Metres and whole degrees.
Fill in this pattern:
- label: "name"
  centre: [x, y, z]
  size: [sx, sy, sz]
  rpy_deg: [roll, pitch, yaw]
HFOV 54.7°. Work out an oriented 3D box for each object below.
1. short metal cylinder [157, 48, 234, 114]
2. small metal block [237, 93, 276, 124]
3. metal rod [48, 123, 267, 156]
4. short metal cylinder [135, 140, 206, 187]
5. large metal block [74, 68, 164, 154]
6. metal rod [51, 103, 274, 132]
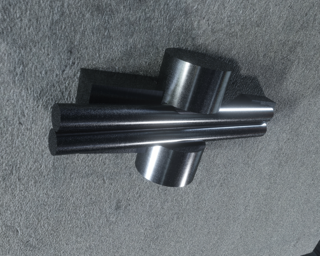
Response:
- label: "short metal cylinder"
  centre: [0.039, -0.056, 0.359]
  size: [0.081, 0.080, 0.050]
  rpy_deg: [1, 118, -29]
- label: "small metal block"
  centre: [0.141, -0.023, 0.472]
  size: [0.050, 0.025, 0.050]
  rpy_deg: [3, 117, -30]
- label: "metal rod"
  centre: [0.025, 0.007, 0.368]
  size: [0.302, 0.025, 0.025]
  rpy_deg: [-3, 120, -36]
- label: "short metal cylinder"
  centre: [0.013, 0.031, 0.399]
  size: [0.081, 0.080, 0.050]
  rpy_deg: [1, 118, -29]
- label: "large metal block"
  centre: [-0.051, -0.018, 0.353]
  size: [0.081, 0.050, 0.079]
  rpy_deg: [2, 118, -29]
- label: "metal rod"
  centre: [0.031, -0.015, 0.358]
  size: [0.302, 0.025, 0.025]
  rpy_deg: [-3, 120, -36]
